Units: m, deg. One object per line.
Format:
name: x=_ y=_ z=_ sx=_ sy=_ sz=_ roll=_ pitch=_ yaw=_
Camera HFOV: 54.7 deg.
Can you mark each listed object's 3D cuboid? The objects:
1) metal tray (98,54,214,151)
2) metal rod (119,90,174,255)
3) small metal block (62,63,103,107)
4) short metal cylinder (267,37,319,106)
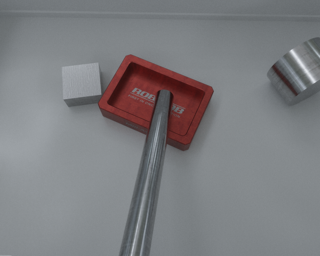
metal tray: x=-0.005 y=-0.036 z=0.419 sx=0.130 sy=0.030 sz=0.090 roll=23 pitch=71 yaw=8
metal rod: x=-0.013 y=0.060 z=0.304 sx=0.025 sy=0.025 sz=0.300 roll=8 pitch=43 yaw=2
small metal block: x=-0.107 y=-0.060 z=0.430 sx=0.050 sy=0.025 sz=0.050 roll=-8 pitch=70 yaw=-3
short metal cylinder: x=0.191 y=-0.073 z=0.409 sx=0.080 sy=0.080 sz=0.050 roll=-26 pitch=73 yaw=-9
